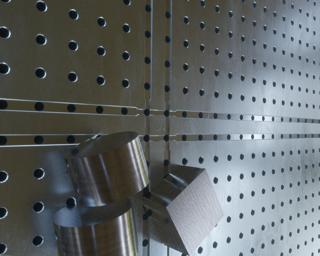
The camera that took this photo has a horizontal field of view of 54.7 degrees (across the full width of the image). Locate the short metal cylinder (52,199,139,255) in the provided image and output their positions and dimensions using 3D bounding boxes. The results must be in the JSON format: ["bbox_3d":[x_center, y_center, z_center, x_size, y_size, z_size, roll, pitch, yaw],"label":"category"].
[{"bbox_3d":[-0.065,0.108,0.319,0.081,0.080,0.050,-12,98,-39],"label":"short metal cylinder"}]

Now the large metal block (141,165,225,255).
[{"bbox_3d":[0.033,0.108,0.421,0.080,0.050,0.080,-37,113,-34],"label":"large metal block"}]

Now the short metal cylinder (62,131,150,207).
[{"bbox_3d":[-0.055,0.040,0.327,0.081,0.080,0.050,-24,105,-37],"label":"short metal cylinder"}]
